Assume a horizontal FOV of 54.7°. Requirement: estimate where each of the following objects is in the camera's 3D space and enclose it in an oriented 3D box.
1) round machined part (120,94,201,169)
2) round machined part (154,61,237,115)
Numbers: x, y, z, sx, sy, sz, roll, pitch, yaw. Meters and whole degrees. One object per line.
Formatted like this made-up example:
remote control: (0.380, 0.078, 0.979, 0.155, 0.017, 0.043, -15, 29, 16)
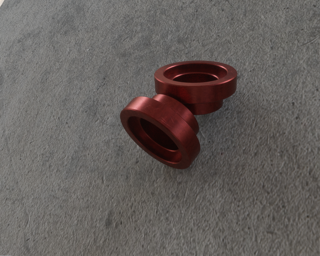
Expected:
round machined part: (0.005, 0.000, 0.357, 0.098, 0.098, 0.042, 21, 60, 36)
round machined part: (0.043, -0.049, 0.380, 0.099, 0.042, 0.098, -3, 28, 2)
